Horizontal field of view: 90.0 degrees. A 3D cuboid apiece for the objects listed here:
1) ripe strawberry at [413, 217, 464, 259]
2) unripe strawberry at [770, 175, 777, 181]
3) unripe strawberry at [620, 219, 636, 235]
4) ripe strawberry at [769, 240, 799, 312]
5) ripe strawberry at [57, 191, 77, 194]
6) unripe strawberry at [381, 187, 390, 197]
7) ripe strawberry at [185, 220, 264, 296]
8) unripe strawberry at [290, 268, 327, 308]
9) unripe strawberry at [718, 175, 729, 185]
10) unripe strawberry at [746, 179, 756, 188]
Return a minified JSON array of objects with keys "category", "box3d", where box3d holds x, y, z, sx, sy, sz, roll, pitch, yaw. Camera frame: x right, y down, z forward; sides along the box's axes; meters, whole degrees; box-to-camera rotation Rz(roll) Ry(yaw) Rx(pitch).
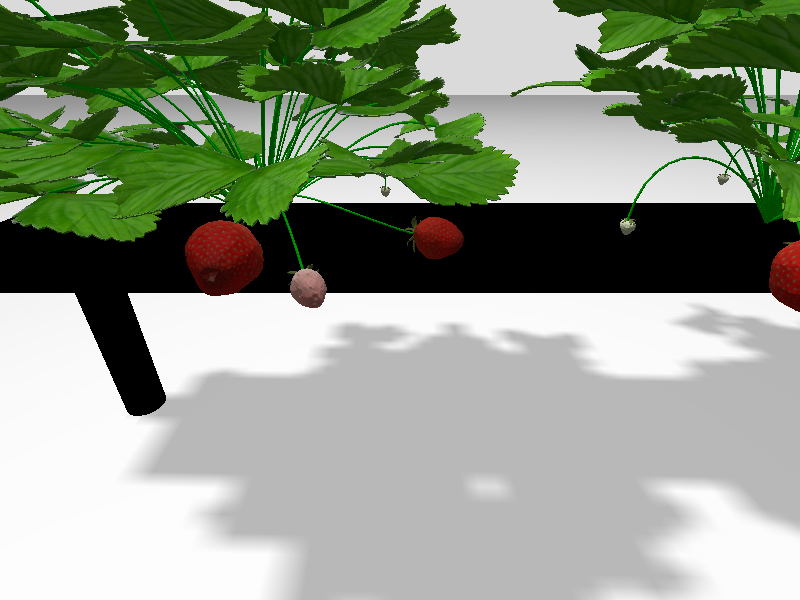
[{"category":"ripe strawberry","box3d":[0.028,-0.043,0.281,0.034,0.029,0.034,16,33,25]},{"category":"unripe strawberry","box3d":[0.418,-0.128,0.434,0.032,0.034,0.035,25,37,37]},{"category":"unripe strawberry","box3d":[0.173,-0.055,0.306,0.010,0.011,0.011,-10,30,-17]},{"category":"ripe strawberry","box3d":[0.225,-0.011,0.213,0.042,0.044,0.046,18,34,29]},{"category":"ripe strawberry","box3d":[-0.361,-0.118,0.424,0.028,0.027,0.026,-18,20,28]},{"category":"unripe strawberry","box3d":[-0.016,-0.118,0.437,0.010,0.010,0.011,-23,36,-35]},{"category":"ripe strawberry","box3d":[-0.103,-0.022,0.234,0.042,0.045,0.045,-3,30,-6]},{"category":"unripe strawberry","box3d":[-0.050,-0.005,0.221,0.020,0.022,0.021,-12,49,-21]},{"category":"unripe strawberry","box3d":[0.383,-0.142,0.474,0.010,0.011,0.011,11,31,19]},{"category":"unripe strawberry","box3d":[0.423,-0.140,0.481,0.011,0.011,0.010,18,33,29]}]
